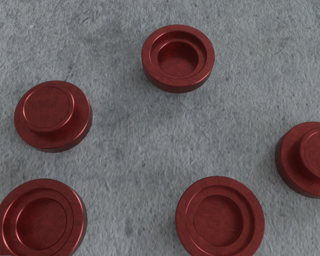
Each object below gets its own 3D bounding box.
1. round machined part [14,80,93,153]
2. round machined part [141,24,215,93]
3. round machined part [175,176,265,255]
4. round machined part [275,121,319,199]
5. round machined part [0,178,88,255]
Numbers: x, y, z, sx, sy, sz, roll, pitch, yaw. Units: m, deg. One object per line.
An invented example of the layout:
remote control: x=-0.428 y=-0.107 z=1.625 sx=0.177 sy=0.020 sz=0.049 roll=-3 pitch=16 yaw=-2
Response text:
round machined part: x=-0.142 y=-0.020 z=0.405 sx=0.099 sy=0.042 sz=0.098 roll=0 pitch=70 yaw=-1
round machined part: x=0.024 y=-0.092 z=0.433 sx=0.099 sy=0.042 sz=0.098 roll=0 pitch=70 yaw=-1
round machined part: x=0.066 y=0.108 z=0.361 sx=0.099 sy=0.042 sz=0.098 roll=0 pitch=70 yaw=-1
round machined part: x=0.201 y=0.037 z=0.388 sx=0.099 sy=0.042 sz=0.098 roll=0 pitch=70 yaw=-1
round machined part: x=-0.133 y=0.110 z=0.357 sx=0.099 sy=0.042 sz=0.098 roll=0 pitch=70 yaw=-1
